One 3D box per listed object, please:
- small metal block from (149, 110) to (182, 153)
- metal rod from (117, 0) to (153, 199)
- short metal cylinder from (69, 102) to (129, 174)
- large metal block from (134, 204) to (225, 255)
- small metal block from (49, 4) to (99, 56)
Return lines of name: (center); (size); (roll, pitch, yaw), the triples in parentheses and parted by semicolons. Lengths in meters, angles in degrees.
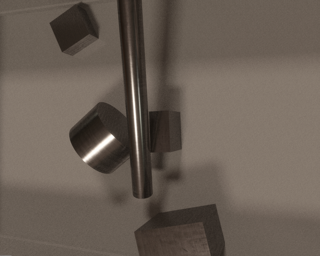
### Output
small metal block: (0.008, 0.004, 0.394); (0.025, 0.050, 0.050); (-3, 89, 19)
metal rod: (-0.028, -0.058, 0.338); (0.025, 0.025, 0.298); (5, 111, 19)
short metal cylinder: (-0.070, 0.013, 0.405); (0.050, 0.080, 0.080); (-41, 78, 15)
large metal block: (0.027, 0.131, 0.371); (0.080, 0.080, 0.050); (-15, 85, 19)
small metal block: (-0.126, -0.142, 0.453); (0.050, 0.025, 0.050); (-27, 81, 17)
